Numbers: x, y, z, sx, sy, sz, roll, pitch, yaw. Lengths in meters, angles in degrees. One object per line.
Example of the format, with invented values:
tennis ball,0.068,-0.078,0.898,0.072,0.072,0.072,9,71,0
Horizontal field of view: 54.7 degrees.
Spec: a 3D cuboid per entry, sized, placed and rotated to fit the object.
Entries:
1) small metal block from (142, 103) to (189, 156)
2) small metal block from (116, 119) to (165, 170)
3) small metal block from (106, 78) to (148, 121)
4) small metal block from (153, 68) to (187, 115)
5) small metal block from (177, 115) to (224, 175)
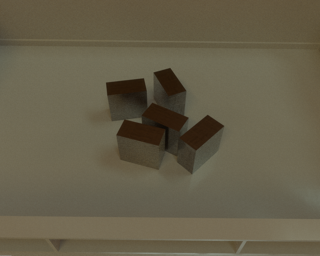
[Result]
small metal block,0.006,0.002,0.387,0.050,0.050,0.025,24,54,18
small metal block,-0.022,0.021,0.371,0.050,0.050,0.025,14,52,11
small metal block,-0.044,-0.038,0.420,0.050,0.050,0.025,-8,51,-7
small metal block,0.012,-0.046,0.427,0.025,0.050,0.050,-18,53,-15
small metal block,0.048,0.020,0.373,0.050,0.050,0.025,-37,60,-27
